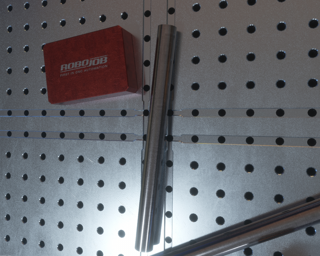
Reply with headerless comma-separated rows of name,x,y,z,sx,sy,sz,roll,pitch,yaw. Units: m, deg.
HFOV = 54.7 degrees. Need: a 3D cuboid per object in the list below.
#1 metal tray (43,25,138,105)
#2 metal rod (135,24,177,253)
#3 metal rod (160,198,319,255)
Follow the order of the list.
metal tray,-0.102,-0.086,0.446,0.130,0.030,0.089,-7,88,19
metal rod,-0.006,0.015,0.414,0.025,0.025,0.298,7,92,20
metal rod,0.094,0.136,0.379,0.300,0.025,0.025,-27,81,17
